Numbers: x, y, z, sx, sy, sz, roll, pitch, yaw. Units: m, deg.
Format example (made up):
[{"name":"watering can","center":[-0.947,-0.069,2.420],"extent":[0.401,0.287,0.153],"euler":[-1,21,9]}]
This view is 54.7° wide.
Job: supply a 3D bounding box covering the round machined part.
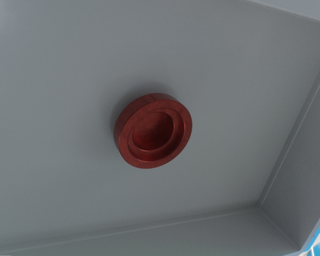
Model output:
[{"name":"round machined part","center":[-0.012,0.000,0.393],"extent":[0.099,0.042,0.097],"euler":[-14,125,-21]}]
